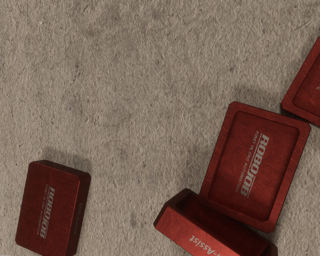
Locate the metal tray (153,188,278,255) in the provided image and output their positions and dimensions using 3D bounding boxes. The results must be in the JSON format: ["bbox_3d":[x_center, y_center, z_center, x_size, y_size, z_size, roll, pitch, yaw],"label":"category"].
[{"bbox_3d":[0.066,0.123,0.350,0.130,0.090,0.030,31,100,17],"label":"metal tray"}]

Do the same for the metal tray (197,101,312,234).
[{"bbox_3d":[0.107,0.043,0.361,0.090,0.030,0.129,19,96,19],"label":"metal tray"}]

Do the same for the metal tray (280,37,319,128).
[{"bbox_3d":[0.211,-0.032,0.332,0.130,0.030,0.090,30,99,17],"label":"metal tray"}]

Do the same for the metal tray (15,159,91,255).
[{"bbox_3d":[-0.160,0.121,0.461,0.090,0.030,0.129,13,94,19],"label":"metal tray"}]
